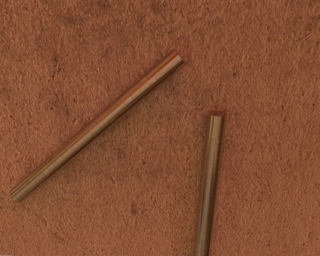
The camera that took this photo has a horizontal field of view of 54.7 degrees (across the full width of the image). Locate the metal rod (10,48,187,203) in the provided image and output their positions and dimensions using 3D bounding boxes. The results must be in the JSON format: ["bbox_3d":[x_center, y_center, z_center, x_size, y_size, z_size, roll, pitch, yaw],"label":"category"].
[{"bbox_3d":[-0.089,0.004,0.410,0.300,0.025,0.025,-39,106,12],"label":"metal rod"}]

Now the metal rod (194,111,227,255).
[{"bbox_3d":[0.069,0.121,0.455,0.025,0.025,0.298,2,110,-1],"label":"metal rod"}]
